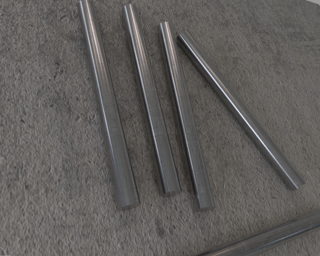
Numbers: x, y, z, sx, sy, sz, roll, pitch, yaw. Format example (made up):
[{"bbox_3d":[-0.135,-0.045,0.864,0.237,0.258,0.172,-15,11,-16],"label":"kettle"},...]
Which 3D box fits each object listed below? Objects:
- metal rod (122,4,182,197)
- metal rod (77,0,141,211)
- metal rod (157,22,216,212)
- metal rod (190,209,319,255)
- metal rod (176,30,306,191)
[{"bbox_3d":[-0.017,-0.054,0.427,0.025,0.025,0.299,1,61,-28],"label":"metal rod"},{"bbox_3d":[-0.071,-0.046,0.393,0.025,0.025,0.299,-2,63,-29],"label":"metal rod"},{"bbox_3d":[0.031,-0.033,0.440,0.025,0.025,0.299,4,60,-26],"label":"metal rod"},{"bbox_3d":[0.124,0.141,0.383,0.303,0.025,0.025,-6,65,-31],"label":"metal rod"},{"bbox_3d":[0.122,-0.034,0.489,0.025,0.025,0.299,-27,76,-37],"label":"metal rod"}]
